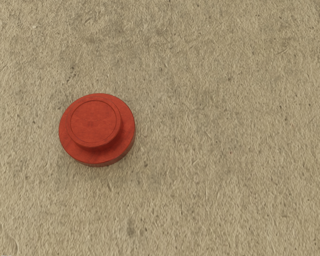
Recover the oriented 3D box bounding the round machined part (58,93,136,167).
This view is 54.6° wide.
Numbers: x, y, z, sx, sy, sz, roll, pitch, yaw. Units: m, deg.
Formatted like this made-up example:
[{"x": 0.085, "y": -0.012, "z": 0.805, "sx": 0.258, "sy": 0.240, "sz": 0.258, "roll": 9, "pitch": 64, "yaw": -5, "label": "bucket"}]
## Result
[{"x": -0.082, "y": -0.002, "z": 0.399, "sx": 0.099, "sy": 0.042, "sz": 0.098, "roll": 0, "pitch": 70, "yaw": 0, "label": "round machined part"}]
